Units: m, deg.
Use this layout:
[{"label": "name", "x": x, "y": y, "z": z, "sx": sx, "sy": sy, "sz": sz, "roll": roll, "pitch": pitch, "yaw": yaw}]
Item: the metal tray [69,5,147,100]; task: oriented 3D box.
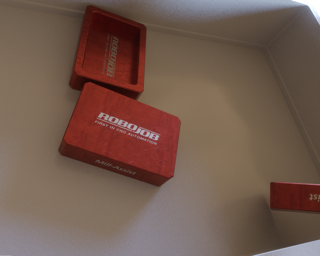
[{"label": "metal tray", "x": -0.068, "y": -0.103, "z": 0.428, "sx": 0.091, "sy": 0.030, "sz": 0.130, "roll": 14, "pitch": 56, "yaw": -21}]

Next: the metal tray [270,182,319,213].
[{"label": "metal tray", "x": 0.203, "y": 0.089, "z": 0.376, "sx": 0.130, "sy": 0.090, "sz": 0.030, "roll": 0, "pitch": 74, "yaw": 20}]

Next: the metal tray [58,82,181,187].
[{"label": "metal tray", "x": -0.043, "y": 0.008, "z": 0.374, "sx": 0.131, "sy": 0.030, "sz": 0.090, "roll": 21, "pitch": 54, "yaw": -16}]
